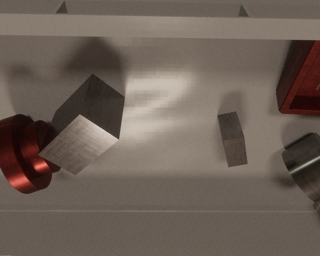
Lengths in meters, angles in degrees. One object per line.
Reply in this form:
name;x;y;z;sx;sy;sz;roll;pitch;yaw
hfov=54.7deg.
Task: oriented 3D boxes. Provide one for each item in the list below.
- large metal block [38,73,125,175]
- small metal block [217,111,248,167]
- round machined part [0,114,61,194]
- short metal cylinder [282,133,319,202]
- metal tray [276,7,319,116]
large metal block;-0.090;-0.005;0.368;0.050;0.080;0.080;37;121;-27
small metal block;0.095;0.015;0.407;0.025;0.050;0.050;-12;129;9
round machined part;-0.156;0.028;0.384;0.042;0.098;0.098;-19;129;0
short metal cylinder;0.213;0.053;0.422;0.080;0.080;0.050;36;121;-27
metal tray;0.188;-0.062;0.327;0.091;0.030;0.129;3;146;3
